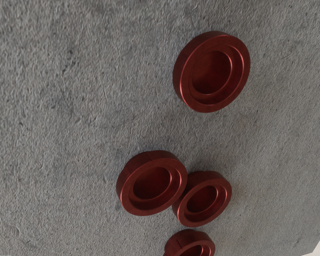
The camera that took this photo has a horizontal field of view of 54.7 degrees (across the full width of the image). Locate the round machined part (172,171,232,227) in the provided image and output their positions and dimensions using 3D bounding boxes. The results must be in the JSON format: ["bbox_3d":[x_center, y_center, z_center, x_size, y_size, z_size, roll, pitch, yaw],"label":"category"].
[{"bbox_3d":[0.062,0.108,0.496,0.099,0.042,0.097,-14,124,-21],"label":"round machined part"}]

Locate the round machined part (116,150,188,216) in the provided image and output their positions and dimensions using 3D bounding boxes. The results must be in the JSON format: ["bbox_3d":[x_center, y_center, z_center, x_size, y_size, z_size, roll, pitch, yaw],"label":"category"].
[{"bbox_3d":[-0.014,0.071,0.432,0.099,0.042,0.097,-14,124,-21],"label":"round machined part"}]

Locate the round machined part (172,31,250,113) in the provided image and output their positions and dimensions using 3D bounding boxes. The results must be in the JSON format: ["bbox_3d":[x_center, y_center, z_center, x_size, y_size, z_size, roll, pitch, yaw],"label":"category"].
[{"bbox_3d":[0.059,-0.071,0.384,0.099,0.042,0.097,-14,124,-21],"label":"round machined part"}]

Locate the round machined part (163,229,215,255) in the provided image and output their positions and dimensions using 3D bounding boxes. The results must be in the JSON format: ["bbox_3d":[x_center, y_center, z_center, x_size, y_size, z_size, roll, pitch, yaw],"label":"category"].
[{"bbox_3d":[0.047,0.222,0.559,0.099,0.042,0.097,-14,124,-21],"label":"round machined part"}]
